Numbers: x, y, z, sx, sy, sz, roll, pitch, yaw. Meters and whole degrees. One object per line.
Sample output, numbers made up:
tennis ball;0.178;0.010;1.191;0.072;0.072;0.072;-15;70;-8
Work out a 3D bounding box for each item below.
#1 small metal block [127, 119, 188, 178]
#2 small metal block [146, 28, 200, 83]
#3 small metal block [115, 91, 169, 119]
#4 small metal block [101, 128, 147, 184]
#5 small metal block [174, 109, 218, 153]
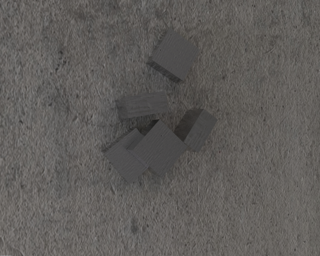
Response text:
small metal block;-0.003;0.025;0.381;0.050;0.025;0.050;45;74;-15
small metal block;0.017;-0.096;0.415;0.050;0.025;0.050;31;80;-18
small metal block;-0.024;-0.028;0.387;0.050;0.050;0.025;-11;94;-20
small metal block;-0.038;0.034;0.395;0.050;0.025;0.050;-40;103;-16
small metal block;0.043;0.003;0.411;0.025;0.050;0.050;35;79;-17
